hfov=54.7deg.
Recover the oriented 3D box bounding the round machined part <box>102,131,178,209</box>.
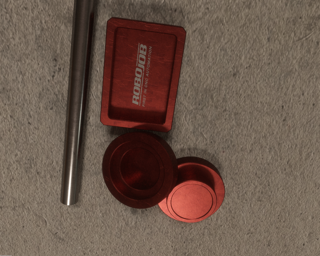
[{"bbox_3d":[-0.022,0.052,0.406,0.098,0.042,0.097,2,95,21],"label":"round machined part"}]

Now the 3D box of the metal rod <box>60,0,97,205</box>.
[{"bbox_3d":[-0.106,-0.034,0.395,0.025,0.025,0.298,9,110,-4],"label":"metal rod"}]

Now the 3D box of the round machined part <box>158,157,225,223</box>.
[{"bbox_3d":[0.043,0.093,0.436,0.099,0.042,0.097,0,110,-1],"label":"round machined part"}]

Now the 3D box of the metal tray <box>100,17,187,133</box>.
[{"bbox_3d":[-0.023,-0.064,0.383,0.091,0.030,0.129,7,110,-3],"label":"metal tray"}]
